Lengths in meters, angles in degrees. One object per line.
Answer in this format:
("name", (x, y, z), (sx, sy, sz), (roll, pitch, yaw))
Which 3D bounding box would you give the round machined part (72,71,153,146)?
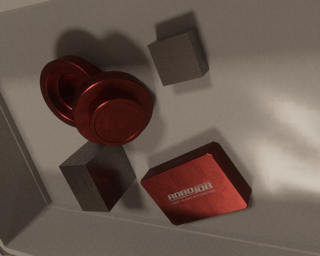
("round machined part", (-0.055, -0.017, 0.380), (0.099, 0.042, 0.097), (-12, 128, -15))

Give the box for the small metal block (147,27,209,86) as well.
("small metal block", (0.021, -0.079, 0.348), (0.050, 0.025, 0.050), (-9, 114, 31))

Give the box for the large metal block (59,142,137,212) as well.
("large metal block", (-0.088, 0.066, 0.458), (0.050, 0.080, 0.080), (-7, 115, 31))

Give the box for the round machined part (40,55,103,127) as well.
("round machined part", (-0.110, -0.052, 0.422), (0.098, 0.042, 0.097), (13, 124, 20))

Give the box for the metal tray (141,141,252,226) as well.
("metal tray", (0.047, 0.082, 0.430), (0.130, 0.030, 0.090), (-28, 103, 37))
